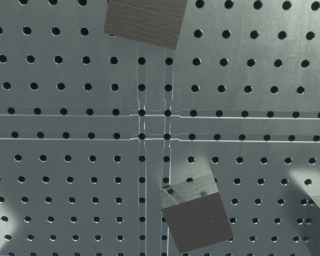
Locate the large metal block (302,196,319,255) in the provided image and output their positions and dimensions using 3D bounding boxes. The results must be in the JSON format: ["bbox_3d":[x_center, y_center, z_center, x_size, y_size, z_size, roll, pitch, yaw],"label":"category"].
[{"bbox_3d":[0.252,0.153,0.444,0.050,0.080,0.079,-1,110,0],"label":"large metal block"}]

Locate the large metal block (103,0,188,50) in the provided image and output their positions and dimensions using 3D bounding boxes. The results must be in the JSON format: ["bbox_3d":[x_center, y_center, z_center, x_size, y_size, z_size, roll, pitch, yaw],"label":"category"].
[{"bbox_3d":[-0.013,-0.139,0.349,0.081,0.050,0.079,12,110,-5],"label":"large metal block"}]

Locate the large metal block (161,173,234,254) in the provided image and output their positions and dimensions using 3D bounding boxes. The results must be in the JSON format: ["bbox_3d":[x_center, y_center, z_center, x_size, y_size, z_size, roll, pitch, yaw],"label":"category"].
[{"bbox_3d":[0.052,0.123,0.446,0.080,0.050,0.080,-19,109,6],"label":"large metal block"}]
